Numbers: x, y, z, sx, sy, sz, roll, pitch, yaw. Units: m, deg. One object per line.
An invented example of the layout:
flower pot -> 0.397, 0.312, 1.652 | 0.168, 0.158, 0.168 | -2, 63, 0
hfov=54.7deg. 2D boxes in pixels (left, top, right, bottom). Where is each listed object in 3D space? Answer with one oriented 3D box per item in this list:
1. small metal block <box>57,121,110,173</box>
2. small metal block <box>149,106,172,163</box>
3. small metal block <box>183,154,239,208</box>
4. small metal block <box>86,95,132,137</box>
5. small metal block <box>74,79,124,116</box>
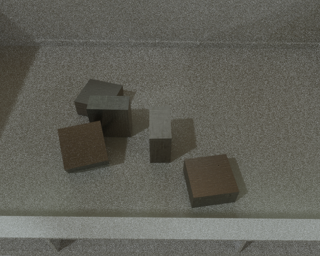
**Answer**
small metal block -> -0.091, 0.023, 0.373 | 0.050, 0.025, 0.050 | -12, 74, -10
small metal block -> 0.000, 0.009, 0.382 | 0.025, 0.050, 0.050 | -1, 50, -1
small metal block -> 0.057, 0.060, 0.355 | 0.050, 0.025, 0.050 | -6, 50, -6
small metal block -> -0.063, -0.015, 0.400 | 0.050, 0.050, 0.025 | 1, 47, 0
small metal block -> -0.084, -0.040, 0.437 | 0.050, 0.025, 0.050 | 13, 49, 10
